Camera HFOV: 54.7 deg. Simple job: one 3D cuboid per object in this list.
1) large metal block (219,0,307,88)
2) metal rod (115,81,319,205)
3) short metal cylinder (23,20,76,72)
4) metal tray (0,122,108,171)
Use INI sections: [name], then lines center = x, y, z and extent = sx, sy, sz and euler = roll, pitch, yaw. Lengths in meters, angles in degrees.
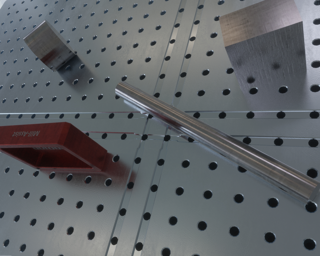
[large metal block]
center = 0.123, -0.101, 0.370
extent = 0.080, 0.080, 0.050
euler = -15, 56, 20
[metal rod]
center = 0.044, 0.001, 0.384
extent = 0.300, 0.025, 0.025
euler = 31, 79, 37
[short metal cylinder]
center = -0.202, -0.151, 0.572
extent = 0.050, 0.080, 0.080
euler = -40, 51, 1
[metal tray]
center = -0.152, 0.029, 0.428
extent = 0.130, 0.090, 0.030
euler = -3, 61, 27
